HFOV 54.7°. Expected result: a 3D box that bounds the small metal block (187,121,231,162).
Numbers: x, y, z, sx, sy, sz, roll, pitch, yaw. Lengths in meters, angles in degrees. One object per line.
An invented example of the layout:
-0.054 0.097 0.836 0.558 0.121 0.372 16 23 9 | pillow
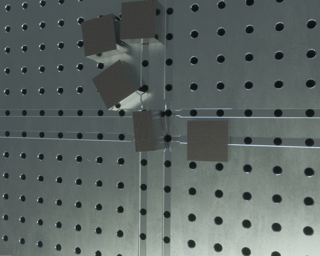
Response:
0.062 0.016 0.390 0.050 0.025 0.050 0 90 19 | small metal block

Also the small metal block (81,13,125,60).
-0.081 -0.128 0.440 0.050 0.025 0.050 -8 87 19 | small metal block

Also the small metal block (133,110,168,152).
-0.012 0.004 0.403 0.025 0.050 0.050 -5 88 20 | small metal block

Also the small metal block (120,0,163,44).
-0.025 -0.143 0.420 0.050 0.025 0.050 3 91 19 | small metal block

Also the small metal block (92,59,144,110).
-0.058 -0.059 0.432 0.050 0.025 0.050 -32 80 17 | small metal block
